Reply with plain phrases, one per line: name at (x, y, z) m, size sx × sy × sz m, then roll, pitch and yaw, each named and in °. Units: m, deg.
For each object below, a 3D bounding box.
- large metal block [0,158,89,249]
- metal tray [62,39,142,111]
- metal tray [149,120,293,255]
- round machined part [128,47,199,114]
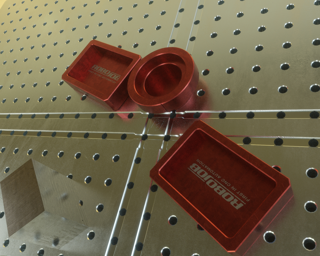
large metal block at (-0.144, 0.097, 0.390) m, size 0.050 × 0.080 × 0.080 m, roll -37°, pitch 51°, yaw 4°
metal tray at (-0.093, -0.091, 0.509) m, size 0.130 × 0.030 × 0.090 m, roll 28°, pitch 77°, yaw 37°
metal tray at (0.061, 0.059, 0.336) m, size 0.090 × 0.030 × 0.130 m, roll -48°, pitch 51°, yaw -6°
round machined part at (0.008, -0.061, 0.431) m, size 0.098 × 0.042 × 0.098 m, roll -13°, pitch 56°, yaw 21°
